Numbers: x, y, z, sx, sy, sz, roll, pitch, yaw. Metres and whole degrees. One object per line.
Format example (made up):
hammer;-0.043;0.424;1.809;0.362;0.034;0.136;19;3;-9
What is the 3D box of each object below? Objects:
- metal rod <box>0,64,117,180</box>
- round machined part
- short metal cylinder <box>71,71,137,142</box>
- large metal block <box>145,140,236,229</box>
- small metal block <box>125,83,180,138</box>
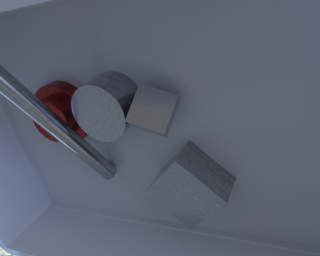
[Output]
metal rod;-0.151;-0.017;0.397;0.025;0.025;0.300;-7;140;31
round machined part;-0.151;-0.018;0.464;0.098;0.042;0.097;13;124;20
short metal cylinder;-0.068;-0.029;0.409;0.080;0.050;0.079;13;124;20
large metal block;0.041;0.077;0.418;0.080;0.050;0.080;39;129;1
small metal block;-0.008;-0.021;0.378;0.050;0.025;0.050;18;81;11
